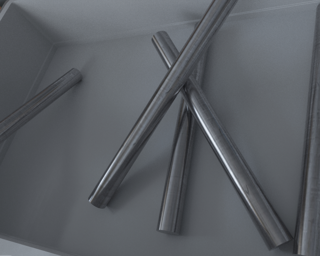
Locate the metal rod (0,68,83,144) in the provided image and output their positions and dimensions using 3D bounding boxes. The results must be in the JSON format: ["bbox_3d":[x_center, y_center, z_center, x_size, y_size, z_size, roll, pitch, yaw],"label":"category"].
[{"bbox_3d":[-0.220,-0.002,0.449,0.025,0.025,0.301,9,43,32],"label":"metal rod"}]

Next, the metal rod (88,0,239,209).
[{"bbox_3d":[0.001,-0.031,0.371,0.025,0.025,0.299,39,100,39],"label":"metal rod"}]

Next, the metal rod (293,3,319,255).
[{"bbox_3d":[0.169,-0.019,0.328,0.025,0.025,0.300,3,63,29],"label":"metal rod"}]

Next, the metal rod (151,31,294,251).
[{"bbox_3d":[0.055,-0.010,0.358,0.025,0.025,0.299,-31,59,9],"label":"metal rod"}]

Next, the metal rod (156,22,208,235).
[{"bbox_3d":[0.036,-0.019,0.398,0.025,0.025,0.300,-2,60,27],"label":"metal rod"}]
